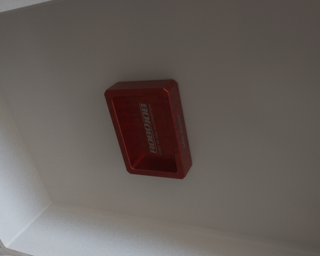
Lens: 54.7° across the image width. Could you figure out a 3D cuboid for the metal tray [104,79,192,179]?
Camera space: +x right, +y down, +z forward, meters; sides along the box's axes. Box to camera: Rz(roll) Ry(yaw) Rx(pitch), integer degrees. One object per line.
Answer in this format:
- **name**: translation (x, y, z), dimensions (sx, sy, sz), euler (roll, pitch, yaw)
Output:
- **metal tray**: translation (-0.013, 0.003, 0.409), dimensions (0.090, 0.030, 0.129), euler (1, 119, 26)
